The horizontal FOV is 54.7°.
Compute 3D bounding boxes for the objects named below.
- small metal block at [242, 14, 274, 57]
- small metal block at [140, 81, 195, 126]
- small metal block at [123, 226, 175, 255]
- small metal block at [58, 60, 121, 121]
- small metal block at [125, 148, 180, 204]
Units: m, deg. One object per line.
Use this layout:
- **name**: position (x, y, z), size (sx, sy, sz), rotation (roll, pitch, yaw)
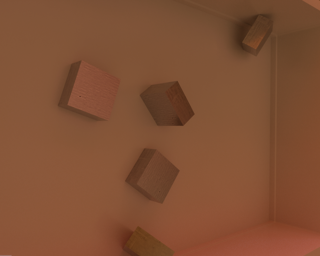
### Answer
- **small metal block**: position (0.163, -0.152, 0.515), size (0.050, 0.025, 0.050), rotation (-59, 164, 8)
- **small metal block**: position (0.009, -0.030, 0.398), size (0.025, 0.050, 0.050), rotation (-45, 117, -31)
- **small metal block**: position (-0.015, 0.145, 0.365), size (0.050, 0.050, 0.025), rotation (33, 63, 7)
- **small metal block**: position (-0.077, -0.039, 0.342), size (0.050, 0.025, 0.050), rotation (23, 76, -38)
- **small metal block**: position (-0.009, 0.061, 0.399), size (0.050, 0.025, 0.050), rotation (45, 63, -31)
